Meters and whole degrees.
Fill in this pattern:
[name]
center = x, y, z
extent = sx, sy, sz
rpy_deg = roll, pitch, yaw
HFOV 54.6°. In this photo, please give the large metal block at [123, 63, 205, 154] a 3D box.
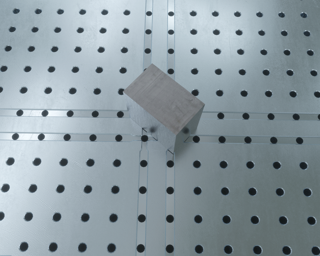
[large metal block]
center = 0.004, -0.021, 0.390
extent = 0.080, 0.080, 0.050
rpy_deg = 40, 75, 13
